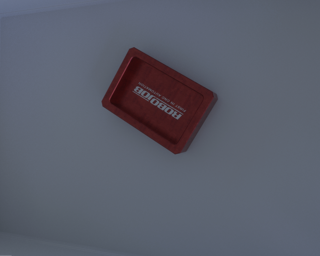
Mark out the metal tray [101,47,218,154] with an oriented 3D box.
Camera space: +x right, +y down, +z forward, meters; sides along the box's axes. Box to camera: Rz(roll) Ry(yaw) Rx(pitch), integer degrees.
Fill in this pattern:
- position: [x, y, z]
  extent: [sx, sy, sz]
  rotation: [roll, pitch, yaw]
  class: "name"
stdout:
- position: [-0.003, -0.036, 0.409]
  extent: [0.130, 0.030, 0.090]
  rotation: [33, 101, 17]
  class: "metal tray"
